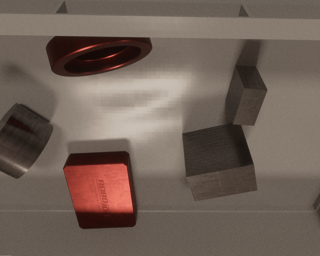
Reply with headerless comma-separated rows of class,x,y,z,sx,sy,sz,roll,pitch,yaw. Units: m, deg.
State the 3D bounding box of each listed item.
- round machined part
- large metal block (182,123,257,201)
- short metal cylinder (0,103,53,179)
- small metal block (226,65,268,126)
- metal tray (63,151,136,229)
round machined part,-0.060,-0.085,0.301,0.098,0.098,0.042,-16,89,12
large metal block,0.077,0.043,0.411,0.080,0.080,0.050,-12,129,10
short metal cylinder,-0.179,0.016,0.384,0.080,0.080,0.050,-37,121,27
small metal block,0.099,-0.038,0.362,0.025,0.050,0.050,4,130,-4
metal tray,-0.087,0.098,0.475,0.091,0.030,0.129,-3,121,1
